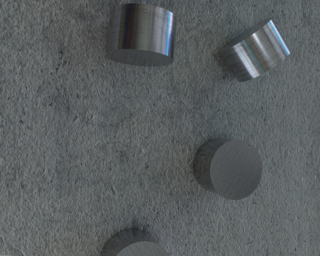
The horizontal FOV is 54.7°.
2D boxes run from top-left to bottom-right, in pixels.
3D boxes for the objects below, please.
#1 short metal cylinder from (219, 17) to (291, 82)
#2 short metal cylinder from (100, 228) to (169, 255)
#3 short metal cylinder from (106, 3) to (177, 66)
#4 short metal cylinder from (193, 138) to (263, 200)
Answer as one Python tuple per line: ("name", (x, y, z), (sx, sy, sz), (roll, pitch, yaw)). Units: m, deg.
("short metal cylinder", (0.130, -0.107, 0.427), (0.080, 0.080, 0.050), (-39, 103, -16))
("short metal cylinder", (-0.031, 0.172, 0.384), (0.081, 0.050, 0.080), (0, 90, -20))
("short metal cylinder", (-0.022, -0.108, 0.371), (0.081, 0.080, 0.050), (5, 89, -20))
("short metal cylinder", (0.093, 0.055, 0.430), (0.081, 0.050, 0.080), (0, 90, -20))
